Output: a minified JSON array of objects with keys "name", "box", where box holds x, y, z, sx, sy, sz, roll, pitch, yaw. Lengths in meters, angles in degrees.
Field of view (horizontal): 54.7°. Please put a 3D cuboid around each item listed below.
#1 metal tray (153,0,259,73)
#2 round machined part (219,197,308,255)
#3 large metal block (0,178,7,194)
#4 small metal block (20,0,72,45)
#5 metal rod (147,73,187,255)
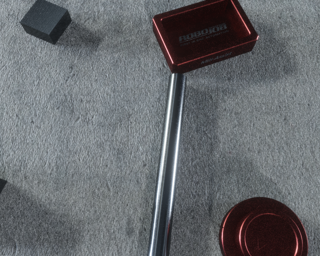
[{"name":"metal tray","box":[0.065,-0.139,0.456,0.131,0.030,0.090,-19,71,-7]},{"name":"round machined part","box":[0.120,0.128,0.353,0.099,0.042,0.098,0,70,0]},{"name":"large metal block","box":[-0.247,0.081,0.363,0.080,0.050,0.080,19,71,7]},{"name":"small metal block","box":[-0.170,-0.160,0.465,0.050,0.025,0.050,24,72,8]},{"name":"metal rod","box":[0.008,0.069,0.382,0.025,0.025,0.299,6,70,2]}]
